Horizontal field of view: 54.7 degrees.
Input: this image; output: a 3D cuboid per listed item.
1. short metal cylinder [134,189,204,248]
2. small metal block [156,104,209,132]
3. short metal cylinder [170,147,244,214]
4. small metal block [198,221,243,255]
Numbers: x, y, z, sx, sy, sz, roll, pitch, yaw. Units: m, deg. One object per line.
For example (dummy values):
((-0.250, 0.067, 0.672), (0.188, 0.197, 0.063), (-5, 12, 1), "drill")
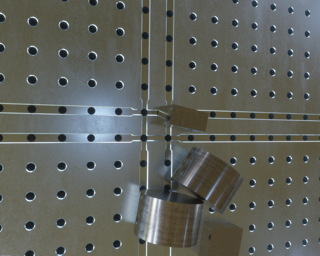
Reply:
((0.011, 0.110, 0.388), (0.081, 0.080, 0.050), (11, 87, -20), "short metal cylinder")
((0.029, -0.012, 0.410), (0.050, 0.050, 0.025), (12, 86, -20), "small metal block")
((0.061, 0.068, 0.406), (0.080, 0.080, 0.050), (39, 78, -16), "short metal cylinder")
((0.087, 0.164, 0.445), (0.050, 0.025, 0.050), (12, 86, -20), "small metal block")
